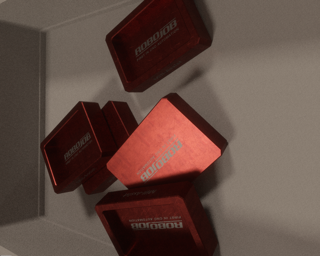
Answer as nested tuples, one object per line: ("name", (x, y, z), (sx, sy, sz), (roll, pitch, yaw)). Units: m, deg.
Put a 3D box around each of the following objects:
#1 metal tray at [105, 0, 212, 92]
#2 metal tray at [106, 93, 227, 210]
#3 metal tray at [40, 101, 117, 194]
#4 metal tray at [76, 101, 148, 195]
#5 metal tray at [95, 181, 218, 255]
("metal tray", (-0.008, -0.114, 0.402), (0.130, 0.030, 0.090), (-29, 78, 36))
("metal tray", (0.004, 0.033, 0.376), (0.090, 0.030, 0.129), (44, 119, 4))
("metal tray", (-0.126, 0.031, 0.464), (0.130, 0.030, 0.090), (-38, 67, 33))
("metal tray", (-0.082, 0.031, 0.469), (0.129, 0.030, 0.090), (-42, 65, 31))
("metal tray", (-0.007, 0.117, 0.375), (0.130, 0.030, 0.090), (-15, 106, 32))
